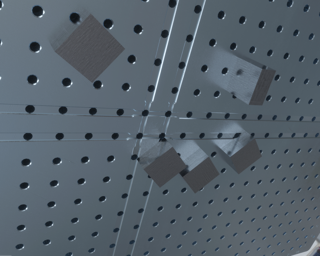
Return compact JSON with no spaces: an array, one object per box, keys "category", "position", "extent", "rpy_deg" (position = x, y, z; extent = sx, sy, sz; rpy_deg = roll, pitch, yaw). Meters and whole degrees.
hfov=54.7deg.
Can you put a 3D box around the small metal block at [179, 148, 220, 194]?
[{"category":"small metal block","position":[0.059,0.068,0.488],"extent":[0.050,0.025,0.050],"rpy_deg":[-38,130,-3]}]

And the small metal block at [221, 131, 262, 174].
[{"category":"small metal block","position":[0.136,0.041,0.513],"extent":[0.050,0.025,0.050],"rpy_deg":[-37,130,-4]}]

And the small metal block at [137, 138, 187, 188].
[{"category":"small metal block","position":[0.003,0.050,0.446],"extent":[0.050,0.025,0.050],"rpy_deg":[-38,130,-3]}]

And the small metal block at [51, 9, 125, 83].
[{"category":"small metal block","position":[-0.074,-0.084,0.320],"extent":[0.050,0.025,0.050],"rpy_deg":[-46,130,3]}]

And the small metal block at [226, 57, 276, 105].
[{"category":"small metal block","position":[0.123,-0.064,0.425],"extent":[0.025,0.050,0.050],"rpy_deg":[0,119,-29]}]
